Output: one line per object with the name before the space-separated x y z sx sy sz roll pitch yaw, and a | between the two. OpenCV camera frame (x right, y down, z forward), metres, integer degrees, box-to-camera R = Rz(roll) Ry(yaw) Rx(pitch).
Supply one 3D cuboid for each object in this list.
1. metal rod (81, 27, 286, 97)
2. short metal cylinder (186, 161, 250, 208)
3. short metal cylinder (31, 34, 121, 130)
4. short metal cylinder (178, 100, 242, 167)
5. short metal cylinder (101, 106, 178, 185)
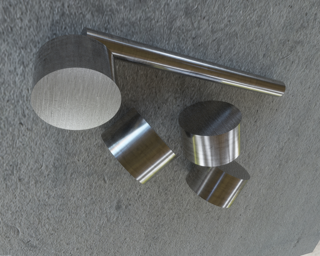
metal rod | 0.051 -0.074 0.388 0.302 0.025 0.025 7 115 -32
short metal cylinder | 0.086 0.073 0.463 0.081 0.080 0.050 16 110 -35
short metal cylinder | -0.081 -0.043 0.303 0.081 0.050 0.080 -9 141 -7
short metal cylinder | 0.067 0.006 0.411 0.081 0.080 0.050 -22 127 -15
short metal cylinder | -0.024 0.021 0.371 0.050 0.080 0.080 -41 130 0
